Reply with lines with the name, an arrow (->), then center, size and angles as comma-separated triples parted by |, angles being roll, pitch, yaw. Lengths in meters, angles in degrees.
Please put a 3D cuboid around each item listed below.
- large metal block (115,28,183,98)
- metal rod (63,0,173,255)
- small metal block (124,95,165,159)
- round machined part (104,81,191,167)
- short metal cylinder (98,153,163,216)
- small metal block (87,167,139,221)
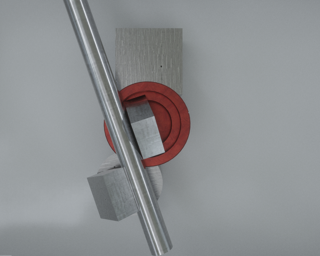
large metal block -> -0.013, -0.080, 0.396 | 0.081, 0.050, 0.079 | 0, 90, -1
metal rod -> -0.047, -0.007, 0.340 | 0.025, 0.025, 0.298 | -19, 90, 0
small metal block -> -0.018, -0.002, 0.349 | 0.025, 0.050, 0.050 | -19, 125, -4
round machined part -> -0.014, -0.005, 0.372 | 0.099, 0.042, 0.097 | 0, 90, -1
short metal cylinder -> -0.037, 0.066, 0.398 | 0.081, 0.050, 0.079 | 0, 90, -1
small metal block -> -0.054, 0.073, 0.345 | 0.025, 0.050, 0.050 | -19, 90, -34
